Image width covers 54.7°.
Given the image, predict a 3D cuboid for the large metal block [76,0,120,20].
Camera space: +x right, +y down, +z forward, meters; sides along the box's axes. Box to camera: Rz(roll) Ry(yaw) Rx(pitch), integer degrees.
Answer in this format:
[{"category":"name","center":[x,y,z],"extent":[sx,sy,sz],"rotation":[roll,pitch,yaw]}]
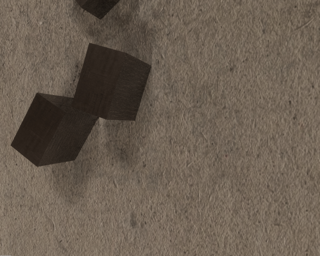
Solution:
[{"category":"large metal block","center":[-0.089,-0.213,0.426],"extent":[0.080,0.050,0.080],"rotation":[-40,78,15]}]

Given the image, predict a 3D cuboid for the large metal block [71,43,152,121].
[{"category":"large metal block","center":[-0.059,-0.055,0.400],"extent":[0.050,0.080,0.080],"rotation":[19,97,18]}]

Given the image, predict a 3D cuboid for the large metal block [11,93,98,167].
[{"category":"large metal block","center":[-0.142,0.002,0.428],"extent":[0.050,0.080,0.080],"rotation":[33,101,16]}]
